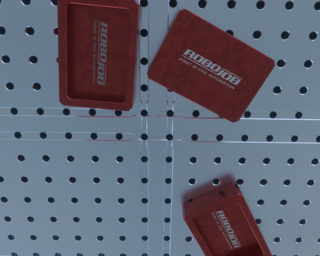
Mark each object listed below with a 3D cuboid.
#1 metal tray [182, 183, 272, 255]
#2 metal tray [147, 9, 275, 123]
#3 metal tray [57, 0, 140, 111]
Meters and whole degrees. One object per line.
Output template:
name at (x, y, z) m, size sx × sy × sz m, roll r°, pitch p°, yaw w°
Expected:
metal tray at (0.101, 0.156, 0.468) m, size 0.090 × 0.030 × 0.130 m, roll -26°, pitch 108°, yaw 9°
metal tray at (0.061, -0.075, 0.384) m, size 0.131 × 0.030 × 0.090 m, roll 26°, pitch 108°, yaw -10°
metal tray at (-0.074, -0.089, 0.377) m, size 0.091 × 0.030 × 0.129 m, roll 5°, pitch 110°, yaw -2°
